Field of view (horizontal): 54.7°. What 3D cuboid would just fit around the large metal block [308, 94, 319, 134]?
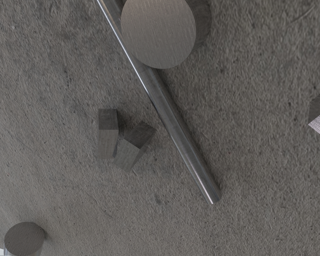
[{"bbox_3d":[0.197,-0.014,0.278,0.080,0.050,0.080,39,129,1],"label":"large metal block"}]

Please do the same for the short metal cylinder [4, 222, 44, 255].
[{"bbox_3d":[-0.303,0.259,0.691,0.080,0.080,0.050,31,128,8],"label":"short metal cylinder"}]

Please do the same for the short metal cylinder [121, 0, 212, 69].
[{"bbox_3d":[0.007,-0.108,0.320,0.080,0.050,0.079,13,124,21],"label":"short metal cylinder"}]

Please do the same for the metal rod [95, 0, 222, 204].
[{"bbox_3d":[0.005,-0.029,0.386,0.025,0.025,0.299,-17,110,35],"label":"metal rod"}]

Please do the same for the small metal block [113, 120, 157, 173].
[{"bbox_3d":[-0.034,0.025,0.424,0.025,0.050,0.050,33,129,6],"label":"small metal block"}]

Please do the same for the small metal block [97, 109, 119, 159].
[{"bbox_3d":[-0.073,0.008,0.431,0.025,0.050,0.050,1,126,-13],"label":"small metal block"}]
